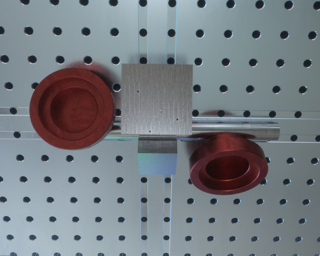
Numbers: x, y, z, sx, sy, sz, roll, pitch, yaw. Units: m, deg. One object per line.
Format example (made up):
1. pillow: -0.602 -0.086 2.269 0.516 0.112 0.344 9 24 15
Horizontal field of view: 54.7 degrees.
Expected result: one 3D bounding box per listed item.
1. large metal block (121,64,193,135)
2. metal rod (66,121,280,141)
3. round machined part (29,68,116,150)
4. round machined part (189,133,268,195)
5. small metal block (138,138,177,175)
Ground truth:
1. large metal block: -0.004 -0.033 0.376 0.081 0.050 0.079 1 92 -1
2. metal rod: 0.006 0.003 0.415 0.302 0.025 0.025 0 110 -1
3. round machined part: -0.103 -0.021 0.382 0.099 0.042 0.097 0 84 -1
4. round machined part: 0.087 0.044 0.408 0.099 0.042 0.097 0 136 0
5. small metal block: -0.003 0.039 0.417 0.050 0.025 0.050 1 139 -1
